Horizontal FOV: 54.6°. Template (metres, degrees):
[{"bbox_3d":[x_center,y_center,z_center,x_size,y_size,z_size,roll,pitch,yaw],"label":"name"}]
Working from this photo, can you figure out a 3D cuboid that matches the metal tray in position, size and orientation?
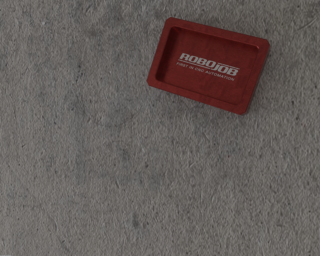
[{"bbox_3d":[0.058,-0.077,0.386,0.130,0.030,0.090,20,97,18],"label":"metal tray"}]
